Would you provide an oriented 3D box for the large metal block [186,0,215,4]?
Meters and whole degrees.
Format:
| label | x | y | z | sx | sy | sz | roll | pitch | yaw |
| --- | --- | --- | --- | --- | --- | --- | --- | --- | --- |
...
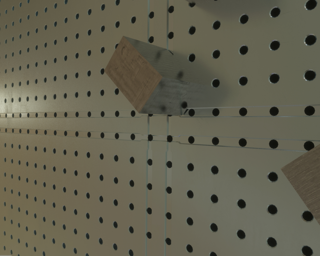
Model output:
| label | x | y | z | sx | sy | sz | roll | pitch | yaw |
| --- | --- | --- | --- | --- | --- | --- | --- | --- | --- |
| large metal block | 0.048 | -0.177 | 0.335 | 0.080 | 0.081 | 0.050 | 7 | 95 | 40 |

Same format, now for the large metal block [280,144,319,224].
| label | x | y | z | sx | sy | sz | roll | pitch | yaw |
| --- | --- | --- | --- | --- | --- | --- | --- | --- | --- |
| large metal block | 0.165 | 0.045 | 0.257 | 0.080 | 0.050 | 0.080 | -43 | 64 | 31 |

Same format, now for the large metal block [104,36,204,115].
| label | x | y | z | sx | sy | sz | roll | pitch | yaw |
| --- | --- | --- | --- | --- | --- | --- | --- | --- | --- |
| large metal block | -0.007 | -0.061 | 0.380 | 0.080 | 0.081 | 0.050 | 50 | 120 | 28 |
